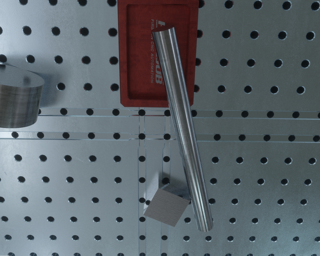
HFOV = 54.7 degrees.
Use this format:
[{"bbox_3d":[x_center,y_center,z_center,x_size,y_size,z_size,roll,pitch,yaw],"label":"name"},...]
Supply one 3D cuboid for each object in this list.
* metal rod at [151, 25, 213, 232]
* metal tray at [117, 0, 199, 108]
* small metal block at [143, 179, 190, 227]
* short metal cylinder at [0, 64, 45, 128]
[{"bbox_3d":[0.036,0.022,0.397,0.025,0.025,0.298,-12,119,4],"label":"metal rod"},{"bbox_3d":[-0.003,-0.091,0.377,0.091,0.030,0.129,1,110,-1],"label":"metal tray"},{"bbox_3d":[0.010,0.110,0.454,0.050,0.025,0.050,24,108,-9],"label":"small metal block"},{"bbox_3d":[-0.184,-0.040,0.367,0.080,0.080,0.050,16,109,-7],"label":"short metal cylinder"}]
